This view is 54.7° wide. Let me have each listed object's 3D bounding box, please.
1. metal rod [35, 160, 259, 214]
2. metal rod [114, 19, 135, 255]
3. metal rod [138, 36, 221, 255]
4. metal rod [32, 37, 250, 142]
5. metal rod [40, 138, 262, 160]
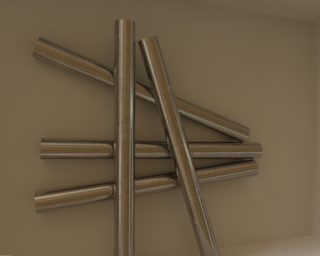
[{"bbox_3d":[-0.002,0.073,0.409,0.303,0.025,0.025,-5,92,-20],"label":"metal rod"},{"bbox_3d":[-0.042,0.025,0.367,0.025,0.025,0.298,0,90,-20],"label":"metal rod"},{"bbox_3d":[0.027,0.035,0.393,0.025,0.025,0.298,-19,97,-19],"label":"metal rod"},{"bbox_3d":[-0.009,-0.042,0.406,0.302,0.025,0.025,21,83,-19],"label":"metal rod"},{"bbox_3d":[0.004,0.029,0.411,0.303,0.025,0.025,2,90,-21],"label":"metal rod"}]
